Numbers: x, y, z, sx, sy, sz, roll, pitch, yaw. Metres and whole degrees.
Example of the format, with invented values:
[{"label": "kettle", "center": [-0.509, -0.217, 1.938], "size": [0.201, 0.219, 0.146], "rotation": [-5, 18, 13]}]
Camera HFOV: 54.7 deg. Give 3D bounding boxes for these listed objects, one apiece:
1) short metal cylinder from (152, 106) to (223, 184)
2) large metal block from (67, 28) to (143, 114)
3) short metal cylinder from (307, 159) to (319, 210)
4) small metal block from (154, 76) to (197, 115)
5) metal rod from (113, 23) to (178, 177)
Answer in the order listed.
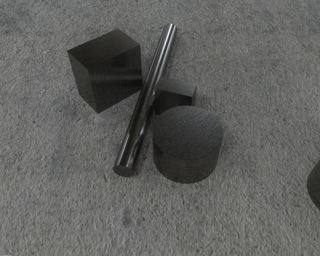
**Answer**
[{"label": "short metal cylinder", "center": [0.032, 0.019, 0.371], "size": [0.081, 0.050, 0.080], "rotation": [0, 50, 0]}, {"label": "large metal block", "center": [-0.073, -0.079, 0.434], "size": [0.080, 0.080, 0.050], "rotation": [-33, 58, -25]}, {"label": "short metal cylinder", "center": [0.212, 0.059, 0.339], "size": [0.081, 0.050, 0.080], "rotation": [0, 50, 0]}, {"label": "small metal block", "center": [0.021, -0.038, 0.419], "size": [0.050, 0.050, 0.025], "rotation": [14, 52, 12]}, {"label": "metal rod", "center": [-0.012, -0.062, 0.455], "size": [0.025, 0.025, 0.300], "rotation": [9, 51, 7]}]
